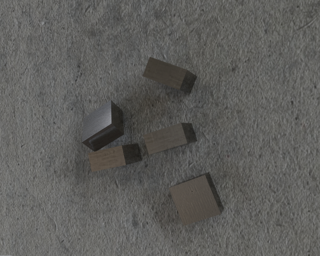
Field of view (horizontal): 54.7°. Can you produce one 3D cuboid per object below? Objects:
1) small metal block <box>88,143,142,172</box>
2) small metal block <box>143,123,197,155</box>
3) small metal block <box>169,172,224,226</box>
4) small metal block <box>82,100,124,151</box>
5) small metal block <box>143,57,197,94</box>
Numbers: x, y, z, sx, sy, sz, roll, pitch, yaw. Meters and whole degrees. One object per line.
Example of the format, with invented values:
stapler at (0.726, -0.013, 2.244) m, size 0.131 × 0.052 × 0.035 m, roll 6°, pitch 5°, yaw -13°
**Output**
small metal block at (-0.059, 0.039, 0.417) m, size 0.050 × 0.050 × 0.025 m, roll -13°, pitch 86°, yaw 19°
small metal block at (0.014, 0.013, 0.391) m, size 0.050 × 0.050 × 0.025 m, roll -18°, pitch 84°, yaw 19°
small metal block at (0.046, 0.089, 0.393) m, size 0.050 × 0.025 × 0.050 m, roll -24°, pitch 82°, yaw 18°
small metal block at (-0.078, -0.003, 0.422) m, size 0.050 × 0.025 × 0.050 m, roll -31°, pitch 39°, yaw 17°
small metal block at (0.014, -0.065, 0.391) m, size 0.050 × 0.050 × 0.025 m, roll 23°, pitch 98°, yaw 18°
